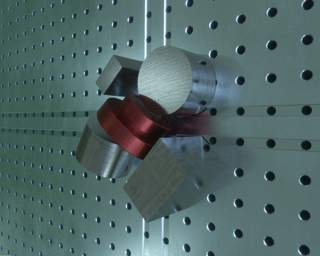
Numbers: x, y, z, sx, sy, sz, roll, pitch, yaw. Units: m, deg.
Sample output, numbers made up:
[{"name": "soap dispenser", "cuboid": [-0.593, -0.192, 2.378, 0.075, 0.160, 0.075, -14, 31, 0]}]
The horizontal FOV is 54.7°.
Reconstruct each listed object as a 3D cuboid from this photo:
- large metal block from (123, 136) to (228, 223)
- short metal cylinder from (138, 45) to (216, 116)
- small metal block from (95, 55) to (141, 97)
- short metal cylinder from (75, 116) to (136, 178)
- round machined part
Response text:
[{"name": "large metal block", "cuboid": [0.018, 0.056, 0.357, 0.050, 0.081, 0.080, 51, 120, 27]}, {"name": "short metal cylinder", "cuboid": [0.020, -0.055, 0.375, 0.080, 0.050, 0.079, 0, 90, 39]}, {"name": "small metal block", "cuboid": [-0.053, -0.071, 0.434, 0.050, 0.050, 0.025, -49, 61, 28]}, {"name": "short metal cylinder", "cuboid": [-0.070, 0.025, 0.428, 0.080, 0.081, 0.050, 38, 113, 33]}, {"name": "round machined part", "cuboid": [-0.024, -0.006, 0.380, 0.042, 0.098, 0.098, -49, 61, 14]}]
